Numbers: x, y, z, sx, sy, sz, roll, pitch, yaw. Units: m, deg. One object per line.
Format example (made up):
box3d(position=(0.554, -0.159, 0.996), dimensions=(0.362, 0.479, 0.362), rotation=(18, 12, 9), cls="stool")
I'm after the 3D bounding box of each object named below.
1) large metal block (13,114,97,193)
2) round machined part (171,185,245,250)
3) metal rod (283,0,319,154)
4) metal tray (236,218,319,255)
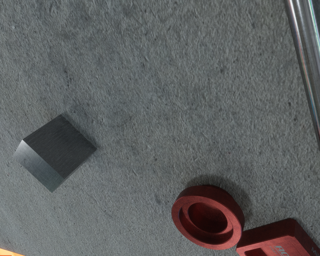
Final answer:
box3d(position=(-0.160, 0.038, 0.479), dimensions=(0.080, 0.080, 0.050), rotation=(44, 129, -3), cls="large metal block")
box3d(position=(0.069, 0.119, 0.433), dimensions=(0.098, 0.042, 0.097), rotation=(13, 124, 21), cls="round machined part")
box3d(position=(0.165, -0.014, 0.310), dimensions=(0.025, 0.025, 0.299), rotation=(-10, 114, 32), cls="metal rod")
box3d(position=(0.180, 0.191, 0.426), dimensions=(0.090, 0.030, 0.130), rotation=(-35, 99, 38), cls="metal tray")
